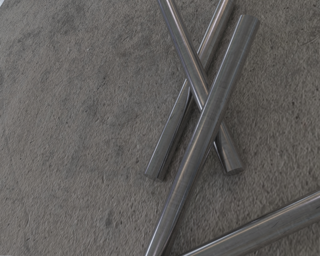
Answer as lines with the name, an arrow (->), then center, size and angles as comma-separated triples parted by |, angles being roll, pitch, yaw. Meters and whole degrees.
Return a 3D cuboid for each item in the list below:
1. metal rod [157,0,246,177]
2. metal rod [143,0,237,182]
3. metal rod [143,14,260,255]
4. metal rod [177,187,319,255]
metal rod -> 0.041, -0.081, 0.398 | 0.025, 0.025, 0.299 | -24, 63, 14
metal rod -> 0.048, -0.069, 0.421 | 0.025, 0.025, 0.300 | 11, 67, 33
metal rod -> 0.044, 0.017, 0.333 | 0.025, 0.025, 0.299 | 18, 83, 35
metal rod -> 0.101, 0.090, 0.281 | 0.301, 0.025, 0.025 | -27, 52, 5
